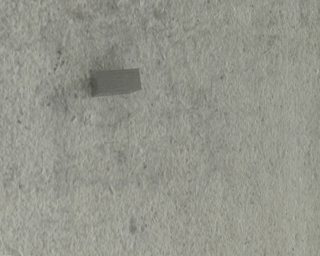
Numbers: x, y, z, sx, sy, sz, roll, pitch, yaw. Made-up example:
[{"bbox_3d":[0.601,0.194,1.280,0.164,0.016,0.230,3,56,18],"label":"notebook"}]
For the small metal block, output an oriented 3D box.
[{"bbox_3d":[-0.055,-0.054,0.376,0.050,0.050,0.025,-8,93,-20],"label":"small metal block"}]
